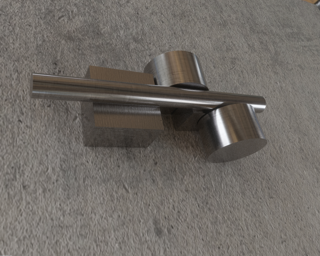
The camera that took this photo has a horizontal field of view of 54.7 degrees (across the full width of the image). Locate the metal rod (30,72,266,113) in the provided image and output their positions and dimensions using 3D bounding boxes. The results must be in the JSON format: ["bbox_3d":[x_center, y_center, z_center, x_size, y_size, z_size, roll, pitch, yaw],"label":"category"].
[{"bbox_3d":[0.009,-0.037,0.369,0.303,0.025,0.025,2,61,-29],"label":"metal rod"}]

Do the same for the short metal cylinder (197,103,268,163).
[{"bbox_3d":[0.096,0.009,0.418,0.081,0.080,0.050,0,62,-29],"label":"short metal cylinder"}]

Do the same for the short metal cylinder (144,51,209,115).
[{"bbox_3d":[0.022,-0.059,0.420,0.081,0.080,0.050,2,61,-28],"label":"short metal cylinder"}]

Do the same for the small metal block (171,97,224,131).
[{"bbox_3d":[0.051,-0.018,0.428,0.050,0.050,0.025,1,62,-28],"label":"small metal block"}]

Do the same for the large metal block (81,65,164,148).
[{"bbox_3d":[-0.049,-0.023,0.374,0.081,0.050,0.080,3,60,-27],"label":"large metal block"}]
